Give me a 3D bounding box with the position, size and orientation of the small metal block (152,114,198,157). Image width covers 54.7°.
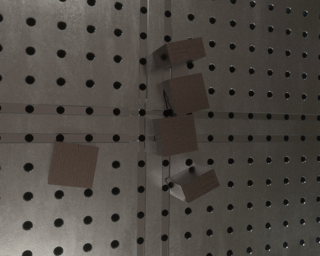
[{"bbox_3d":[0.021,0.009,0.422,0.050,0.025,0.050,-9,93,-20],"label":"small metal block"}]

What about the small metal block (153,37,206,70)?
[{"bbox_3d":[0.025,-0.098,0.409,0.050,0.050,0.025,-16,96,-20],"label":"small metal block"}]

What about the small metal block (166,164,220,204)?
[{"bbox_3d":[0.043,0.073,0.417,0.050,0.050,0.025,-24,99,-19],"label":"small metal block"}]

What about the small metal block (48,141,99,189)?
[{"bbox_3d":[-0.105,0.044,0.375,0.050,0.025,0.050,10,87,-20],"label":"small metal block"}]

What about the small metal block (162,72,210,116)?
[{"bbox_3d":[0.036,-0.046,0.427,0.050,0.025,0.050,-15,95,-20],"label":"small metal block"}]
